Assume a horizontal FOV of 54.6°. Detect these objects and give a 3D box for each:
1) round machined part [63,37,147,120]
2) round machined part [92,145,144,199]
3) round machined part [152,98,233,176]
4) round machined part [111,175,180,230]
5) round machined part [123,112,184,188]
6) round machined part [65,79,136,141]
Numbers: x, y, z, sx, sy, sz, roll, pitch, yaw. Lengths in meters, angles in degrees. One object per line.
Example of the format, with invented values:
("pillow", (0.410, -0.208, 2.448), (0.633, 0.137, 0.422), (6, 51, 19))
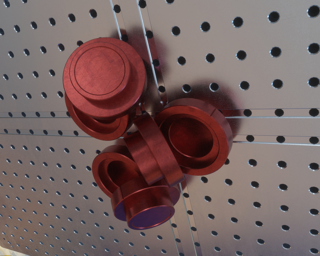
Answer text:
("round machined part", (-0.065, -0.061, 0.362), (0.098, 0.042, 0.098), (0, 82, 2))
("round machined part", (-0.050, 0.066, 0.467), (0.098, 0.042, 0.097), (13, 124, 21))
("round machined part", (0.041, 0.007, 0.383), (0.098, 0.042, 0.097), (13, 124, 21))
("round machined part", (-0.017, 0.110, 0.441), (0.099, 0.042, 0.098), (-13, 142, -11))
("round machined part", (-0.012, 0.032, 0.388), (0.042, 0.098, 0.098), (-29, 107, -6))
("round machined part", (-0.075, -0.035, 0.418), (0.098, 0.042, 0.097), (13, 124, 21))
